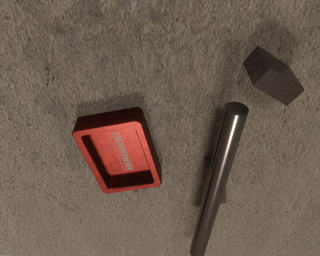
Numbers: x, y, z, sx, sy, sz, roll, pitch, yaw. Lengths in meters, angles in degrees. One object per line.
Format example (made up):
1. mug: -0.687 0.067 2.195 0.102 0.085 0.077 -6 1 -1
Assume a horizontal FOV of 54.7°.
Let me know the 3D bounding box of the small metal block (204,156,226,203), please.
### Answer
1. small metal block: 0.081 0.077 0.457 0.025 0.050 0.050 -6 130 4

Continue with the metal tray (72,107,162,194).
1. metal tray: -0.054 0.036 0.433 0.090 0.030 0.129 -10 130 7

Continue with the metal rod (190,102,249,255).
1. metal rod: 0.072 0.093 0.421 0.025 0.025 0.298 2 130 -3

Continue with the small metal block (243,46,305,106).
1. small metal block: 0.125 -0.058 0.343 0.050 0.050 0.025 26 125 -21
